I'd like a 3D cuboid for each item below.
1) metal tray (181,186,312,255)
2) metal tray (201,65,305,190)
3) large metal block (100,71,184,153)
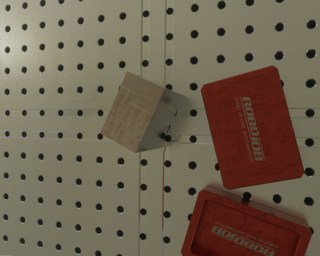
[{"bbox_3d":[0.100,0.135,0.374,0.130,0.030,0.089,18,96,18],"label":"metal tray"},{"bbox_3d":[0.109,0.001,0.371,0.090,0.030,0.129,-14,85,19],"label":"metal tray"},{"bbox_3d":[-0.019,-0.019,0.389,0.050,0.080,0.080,27,99,17],"label":"large metal block"}]
